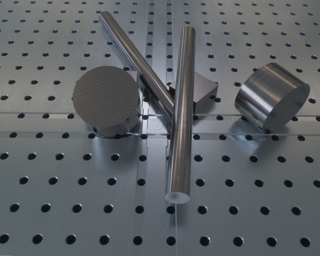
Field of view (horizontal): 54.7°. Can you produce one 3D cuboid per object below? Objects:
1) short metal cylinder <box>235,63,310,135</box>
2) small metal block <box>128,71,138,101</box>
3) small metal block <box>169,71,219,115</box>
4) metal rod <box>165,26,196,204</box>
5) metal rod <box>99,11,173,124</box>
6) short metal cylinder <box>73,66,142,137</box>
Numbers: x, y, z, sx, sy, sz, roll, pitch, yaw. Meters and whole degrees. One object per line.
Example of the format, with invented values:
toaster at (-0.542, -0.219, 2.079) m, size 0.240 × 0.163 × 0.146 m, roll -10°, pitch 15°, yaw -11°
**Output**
short metal cylinder at (0.146, -0.038, 0.405) m, size 0.081 × 0.080 × 0.050 m, roll -27°, pitch 55°, yaw -21°
small metal block at (-0.059, -0.058, 0.456) m, size 0.050 × 0.025 × 0.050 m, roll 1°, pitch 50°, yaw 0°
small metal block at (0.048, -0.053, 0.453) m, size 0.050 × 0.025 × 0.050 m, roll 36°, pitch 59°, yaw 26°
metal rod at (0.032, -0.043, 0.409) m, size 0.025 × 0.025 × 0.300 m, roll 4°, pitch 49°, yaw 3°
metal rod at (-0.036, -0.105, 0.494) m, size 0.025 × 0.025 × 0.300 m, roll -21°, pitch 53°, yaw -17°
short metal cylinder at (-0.066, -0.033, 0.400) m, size 0.081 × 0.050 × 0.080 m, roll 0°, pitch 74°, yaw 0°
